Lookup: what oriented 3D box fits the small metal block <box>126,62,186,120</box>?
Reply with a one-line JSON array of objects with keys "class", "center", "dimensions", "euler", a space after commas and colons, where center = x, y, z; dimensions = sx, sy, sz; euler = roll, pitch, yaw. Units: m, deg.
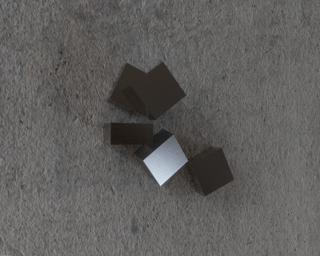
[{"class": "small metal block", "center": [-0.005, -0.045, 0.381], "dimensions": [0.050, 0.025, 0.050], "euler": [-40, 103, -16]}]

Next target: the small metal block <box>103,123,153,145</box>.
[{"class": "small metal block", "center": [-0.040, 0.007, 0.381], "dimensions": [0.050, 0.050, 0.025], "euler": [1, 89, -20]}]

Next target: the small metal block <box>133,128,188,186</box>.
[{"class": "small metal block", "center": [0.002, 0.038, 0.401], "dimensions": [0.050, 0.025, 0.050], "euler": [-40, 125, -16]}]

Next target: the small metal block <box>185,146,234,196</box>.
[{"class": "small metal block", "center": [0.069, 0.060, 0.434], "dimensions": [0.050, 0.025, 0.050], "euler": [-25, 99, -18]}]

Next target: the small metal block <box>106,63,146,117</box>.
[{"class": "small metal block", "center": [-0.034, -0.048, 0.396], "dimensions": [0.050, 0.025, 0.050], "euler": [26, 81, -18]}]
